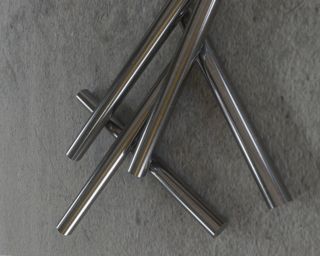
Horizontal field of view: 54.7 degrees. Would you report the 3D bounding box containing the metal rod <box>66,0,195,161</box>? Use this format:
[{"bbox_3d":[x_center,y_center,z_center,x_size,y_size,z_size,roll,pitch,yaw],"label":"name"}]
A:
[{"bbox_3d":[-0.047,-0.060,0.407,0.298,0.025,0.025,-50,61,28],"label":"metal rod"}]

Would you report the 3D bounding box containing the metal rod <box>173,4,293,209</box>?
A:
[{"bbox_3d":[0.065,-0.057,0.349,0.025,0.025,0.299,-34,69,34],"label":"metal rod"}]

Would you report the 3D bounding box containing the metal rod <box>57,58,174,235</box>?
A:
[{"bbox_3d":[-0.052,0.028,0.410,0.025,0.025,0.299,45,106,30],"label":"metal rod"}]

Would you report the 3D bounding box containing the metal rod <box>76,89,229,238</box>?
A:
[{"bbox_3d":[-0.028,0.031,0.426,0.300,0.025,0.025,41,115,32],"label":"metal rod"}]

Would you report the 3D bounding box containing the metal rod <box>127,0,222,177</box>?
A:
[{"bbox_3d":[0.026,-0.075,0.347,0.025,0.025,0.298,36,112,34],"label":"metal rod"}]
